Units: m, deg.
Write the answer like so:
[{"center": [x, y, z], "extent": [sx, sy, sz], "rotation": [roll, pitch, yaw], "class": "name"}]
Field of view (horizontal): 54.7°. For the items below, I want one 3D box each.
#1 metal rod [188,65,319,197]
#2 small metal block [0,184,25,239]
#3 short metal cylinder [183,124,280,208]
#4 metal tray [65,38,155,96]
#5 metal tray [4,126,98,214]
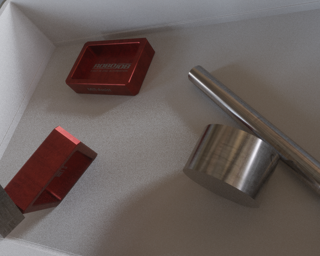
[{"center": [0.124, 0.015, 0.330], "extent": [0.025, 0.025, 0.300], "rotation": [-40, 51, 1], "class": "metal rod"}, {"center": [-0.164, 0.073, 0.291], "extent": [0.050, 0.050, 0.025], "rotation": [-2, 32, 34], "class": "small metal block"}, {"center": [0.070, 0.038, 0.310], "extent": [0.080, 0.080, 0.050], "rotation": [18, 71, 34], "class": "short metal cylinder"}, {"center": [-0.082, -0.100, 0.504], "extent": [0.130, 0.030, 0.090], "rotation": [6, 64, 30], "class": "metal tray"}, {"center": [-0.123, 0.052, 0.372], "extent": [0.030, 0.130, 0.090], "rotation": [36, 79, 4], "class": "metal tray"}]
